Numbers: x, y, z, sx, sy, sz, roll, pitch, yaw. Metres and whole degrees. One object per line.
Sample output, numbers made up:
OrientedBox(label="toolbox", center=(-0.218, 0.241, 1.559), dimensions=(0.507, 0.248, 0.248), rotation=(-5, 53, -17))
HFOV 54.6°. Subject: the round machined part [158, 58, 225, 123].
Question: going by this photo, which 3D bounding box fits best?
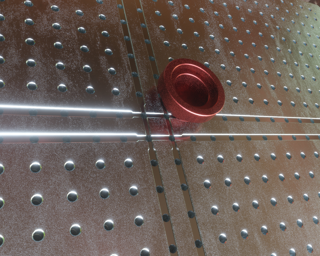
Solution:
OrientedBox(label="round machined part", center=(0.041, -0.049, 0.449), dimensions=(0.099, 0.042, 0.098), rotation=(13, 56, -21))
